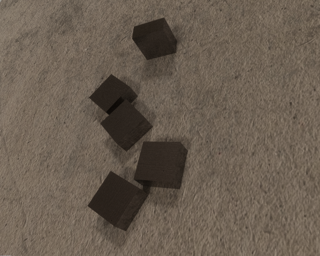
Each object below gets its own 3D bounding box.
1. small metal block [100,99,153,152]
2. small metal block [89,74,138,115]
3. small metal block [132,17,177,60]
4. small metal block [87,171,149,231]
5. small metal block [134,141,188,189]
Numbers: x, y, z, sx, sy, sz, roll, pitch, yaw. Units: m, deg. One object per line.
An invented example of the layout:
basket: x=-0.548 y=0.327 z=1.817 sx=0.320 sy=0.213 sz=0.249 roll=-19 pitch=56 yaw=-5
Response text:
small metal block: x=-0.047 y=-0.004 z=0.429 sx=0.050 sy=0.025 sz=0.050 roll=-44 pitch=51 yaw=-2
small metal block: x=-0.071 y=-0.047 z=0.468 sx=0.050 sy=0.025 sz=0.050 roll=-48 pitch=52 yaw=-6
small metal block: x=-0.007 y=-0.135 z=0.473 sx=0.050 sy=0.050 sz=0.025 roll=-9 pitch=58 yaw=23
small metal block: x=-0.051 y=0.088 z=0.375 sx=0.050 sy=0.025 sz=0.050 roll=23 pitch=74 yaw=36
small metal block: x=0.001 y=0.044 z=0.375 sx=0.050 sy=0.025 sz=0.050 roll=-1 pitch=61 yaw=27
